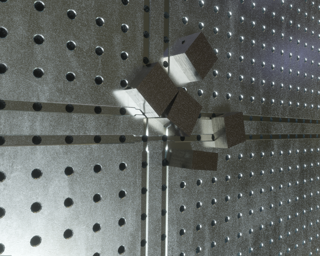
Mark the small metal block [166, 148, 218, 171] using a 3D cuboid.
[{"bbox_3d":[0.045,0.044,0.433,0.050,0.050,0.025,10,84,-40],"label":"small metal block"}]

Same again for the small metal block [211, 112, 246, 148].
[{"bbox_3d":[0.113,0.002,0.507,0.050,0.025,0.050,-15,100,-39],"label":"small metal block"}]

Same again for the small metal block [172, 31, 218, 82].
[{"bbox_3d":[0.053,-0.104,0.456,0.050,0.025,0.050,51,60,-28],"label":"small metal block"}]

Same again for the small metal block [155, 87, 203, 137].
[{"bbox_3d":[0.027,-0.022,0.434,0.050,0.025,0.050,38,67,-34],"label":"small metal block"}]

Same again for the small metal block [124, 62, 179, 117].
[{"bbox_3d":[-0.010,-0.049,0.403,0.050,0.025,0.050,50,60,-29],"label":"small metal block"}]
